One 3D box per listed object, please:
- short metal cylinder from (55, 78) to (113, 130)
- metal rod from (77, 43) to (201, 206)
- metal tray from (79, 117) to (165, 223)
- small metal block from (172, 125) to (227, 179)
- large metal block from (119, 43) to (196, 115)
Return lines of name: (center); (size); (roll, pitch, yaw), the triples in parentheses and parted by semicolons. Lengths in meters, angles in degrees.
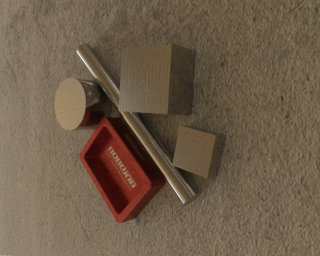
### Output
short metal cylinder: (-0.121, -0.036, 0.487); (0.080, 0.050, 0.079); (0, 90, 39)
metal rod: (-0.043, -0.021, 0.439); (0.025, 0.025, 0.300); (-52, 60, 27)
metal tray: (-0.060, 0.058, 0.450); (0.130, 0.030, 0.090); (52, 120, 27)
small metal block: (0.046, 0.027, 0.367); (0.050, 0.025, 0.050); (17, 101, 38)
large metal block: (-0.004, -0.058, 0.392); (0.080, 0.050, 0.079); (6, 94, 39)
